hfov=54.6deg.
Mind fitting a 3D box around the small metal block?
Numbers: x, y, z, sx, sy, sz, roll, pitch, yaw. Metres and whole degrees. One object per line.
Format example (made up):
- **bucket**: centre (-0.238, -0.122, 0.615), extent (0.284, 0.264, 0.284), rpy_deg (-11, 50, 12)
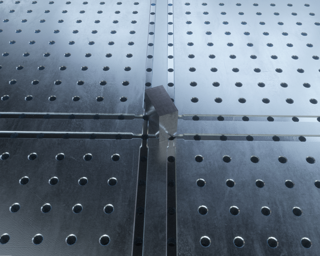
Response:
- **small metal block**: centre (0.001, -0.019, 0.408), extent (0.025, 0.050, 0.050), rpy_deg (-18, 53, -14)
